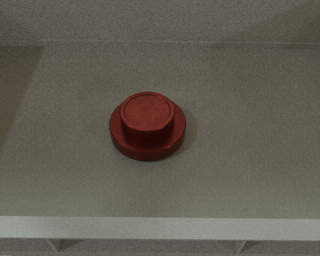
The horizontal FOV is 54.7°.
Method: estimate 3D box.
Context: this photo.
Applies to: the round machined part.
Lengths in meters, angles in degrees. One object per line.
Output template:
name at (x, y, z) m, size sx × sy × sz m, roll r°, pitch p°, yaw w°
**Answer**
round machined part at (-0.016, -0.009, 0.397) m, size 0.099 × 0.042 × 0.098 m, roll 0°, pitch 50°, yaw 0°
